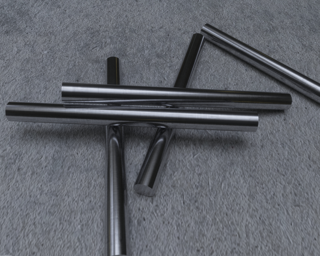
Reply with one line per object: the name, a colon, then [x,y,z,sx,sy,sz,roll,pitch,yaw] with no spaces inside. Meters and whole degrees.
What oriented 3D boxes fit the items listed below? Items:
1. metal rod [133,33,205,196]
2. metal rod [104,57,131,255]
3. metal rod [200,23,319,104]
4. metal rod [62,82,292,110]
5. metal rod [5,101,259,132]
metal rod: [0.024,-0.041,0.437,0.025,0.025,0.300,12,51,10]
metal rod: [-0.057,0.012,0.392,0.025,0.025,0.300,-5,50,-4]
metal rod: [0.182,-0.089,0.478,0.025,0.025,0.300,-36,59,-26]
metal rod: [0.030,-0.040,0.405,0.302,0.025,0.025,1,49,-12]
metal rod: [-0.035,-0.014,0.380,0.302,0.025,0.025,2,50,2]
